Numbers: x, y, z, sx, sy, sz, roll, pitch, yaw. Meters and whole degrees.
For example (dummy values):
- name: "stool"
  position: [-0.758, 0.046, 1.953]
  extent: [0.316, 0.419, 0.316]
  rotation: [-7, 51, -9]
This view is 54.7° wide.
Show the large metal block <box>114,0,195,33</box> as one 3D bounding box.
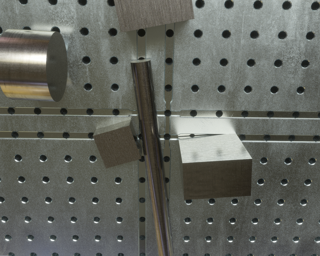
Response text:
- name: "large metal block"
  position: [-0.010, -0.155, 0.343]
  extent: [0.080, 0.050, 0.079]
  rotation: [-10, 110, 3]

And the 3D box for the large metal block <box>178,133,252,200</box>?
- name: "large metal block"
  position: [0.068, 0.047, 0.403]
  extent: [0.081, 0.080, 0.050]
  rotation: [-4, 110, 1]

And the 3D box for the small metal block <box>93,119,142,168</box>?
- name: "small metal block"
  position: [-0.056, 0.021, 0.421]
  extent: [0.050, 0.025, 0.050]
  rotation: [-16, 110, 5]

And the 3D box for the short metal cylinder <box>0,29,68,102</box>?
- name: "short metal cylinder"
  position: [-0.143, -0.071, 0.356]
  extent: [0.050, 0.080, 0.079]
  rotation: [3, 110, -2]

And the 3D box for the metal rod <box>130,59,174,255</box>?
- name: "metal rod"
  position: [-0.007, 0.056, 0.433]
  extent: [0.025, 0.025, 0.298]
  rotation: [-6, 110, 2]
